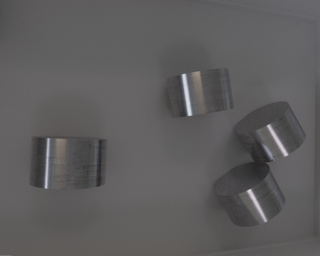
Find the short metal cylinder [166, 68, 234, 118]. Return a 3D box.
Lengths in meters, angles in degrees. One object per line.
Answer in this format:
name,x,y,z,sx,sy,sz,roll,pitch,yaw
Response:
short metal cylinder,0.051,-0.044,0.400,0.081,0.080,0.050,-10,94,-20

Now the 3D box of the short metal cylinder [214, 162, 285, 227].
short metal cylinder,0.122,0.089,0.426,0.080,0.080,0.050,-32,101,-17

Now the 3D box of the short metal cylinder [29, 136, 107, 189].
short metal cylinder,-0.101,0.036,0.344,0.081,0.080,0.050,3,89,-20

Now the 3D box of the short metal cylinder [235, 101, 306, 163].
short metal cylinder,0.155,0.005,0.438,0.080,0.080,0.050,-36,102,-16
